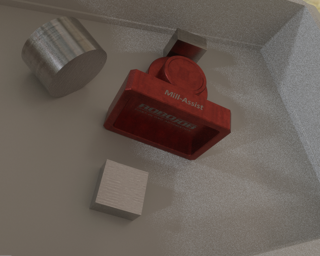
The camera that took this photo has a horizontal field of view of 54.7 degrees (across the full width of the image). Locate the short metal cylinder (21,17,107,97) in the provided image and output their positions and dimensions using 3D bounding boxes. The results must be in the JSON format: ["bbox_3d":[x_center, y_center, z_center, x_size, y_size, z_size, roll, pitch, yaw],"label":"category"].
[{"bbox_3d":[-0.110,-0.081,0.362,0.081,0.080,0.050,-35,82,-38],"label":"short metal cylinder"}]

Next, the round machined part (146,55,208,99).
[{"bbox_3d":[0.028,-0.066,0.452,0.099,0.042,0.098,14,56,-21],"label":"round machined part"}]

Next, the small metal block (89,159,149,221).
[{"bbox_3d":[-0.044,0.069,0.341,0.050,0.025,0.050,21,54,-16],"label":"small metal block"}]

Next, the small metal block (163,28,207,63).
[{"bbox_3d":[0.039,-0.123,0.487,0.050,0.050,0.025,14,56,-21],"label":"small metal block"}]

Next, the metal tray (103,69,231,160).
[{"bbox_3d":[0.008,-0.010,0.375,0.131,0.090,0.030,21,54,-16],"label":"metal tray"}]
